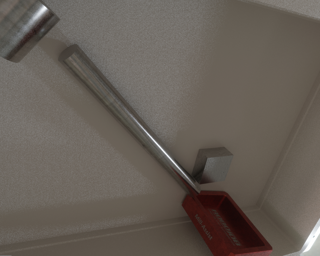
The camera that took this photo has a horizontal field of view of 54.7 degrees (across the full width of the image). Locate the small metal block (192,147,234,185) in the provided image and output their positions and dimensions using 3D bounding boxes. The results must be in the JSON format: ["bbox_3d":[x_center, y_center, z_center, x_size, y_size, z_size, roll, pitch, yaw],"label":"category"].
[{"bbox_3d":[0.083,0.060,0.493,0.050,0.025,0.050,-3,120,-28],"label":"small metal block"}]

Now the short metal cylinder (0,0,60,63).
[{"bbox_3d":[-0.127,-0.098,0.243,0.050,0.080,0.080,-45,130,3],"label":"short metal cylinder"}]

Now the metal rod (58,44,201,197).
[{"bbox_3d":[-0.019,0.013,0.407,0.025,0.025,0.300,-41,130,-1],"label":"metal rod"}]

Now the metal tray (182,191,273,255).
[{"bbox_3d":[0.104,0.156,0.495,0.091,0.130,0.030,9,117,-33],"label":"metal tray"}]
